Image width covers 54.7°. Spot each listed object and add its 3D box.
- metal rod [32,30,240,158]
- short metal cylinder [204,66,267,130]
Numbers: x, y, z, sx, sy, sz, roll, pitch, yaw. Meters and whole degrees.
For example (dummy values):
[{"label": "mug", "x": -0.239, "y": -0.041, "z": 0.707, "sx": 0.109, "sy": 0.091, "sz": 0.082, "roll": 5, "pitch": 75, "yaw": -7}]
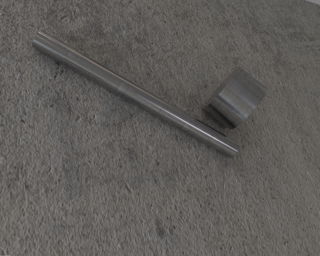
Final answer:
[{"label": "metal rod", "x": -0.024, "y": -0.040, "z": 0.414, "sx": 0.301, "sy": 0.025, "sz": 0.025, "roll": 29, "pitch": 52, "yaw": -10}, {"label": "short metal cylinder", "x": 0.109, "y": -0.043, "z": 0.453, "sx": 0.050, "sy": 0.080, "sz": 0.080, "roll": 40, "pitch": 51, "yaw": -2}]
